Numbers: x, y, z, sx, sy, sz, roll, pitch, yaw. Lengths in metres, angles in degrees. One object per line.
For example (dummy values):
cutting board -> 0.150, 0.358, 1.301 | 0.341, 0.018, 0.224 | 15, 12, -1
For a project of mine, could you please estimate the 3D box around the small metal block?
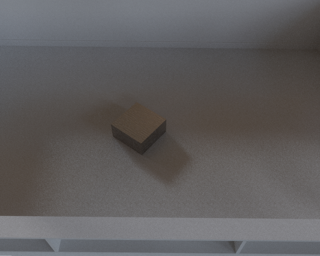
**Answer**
small metal block -> -0.027, 0.000, 0.405 | 0.050, 0.025, 0.050 | 31, 56, 23
